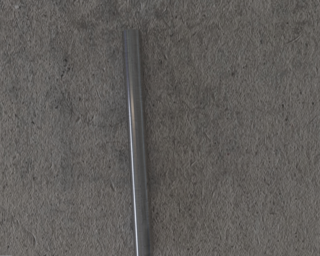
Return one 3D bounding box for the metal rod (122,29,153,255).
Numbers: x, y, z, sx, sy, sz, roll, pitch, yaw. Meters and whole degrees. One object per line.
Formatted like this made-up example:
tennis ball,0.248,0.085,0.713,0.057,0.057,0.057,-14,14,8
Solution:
metal rod,-0.029,0.022,0.409,0.025,0.025,0.298,-3,90,0
